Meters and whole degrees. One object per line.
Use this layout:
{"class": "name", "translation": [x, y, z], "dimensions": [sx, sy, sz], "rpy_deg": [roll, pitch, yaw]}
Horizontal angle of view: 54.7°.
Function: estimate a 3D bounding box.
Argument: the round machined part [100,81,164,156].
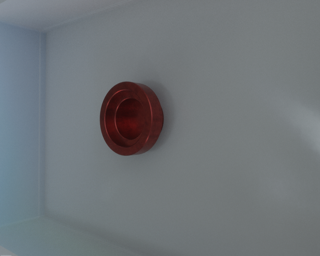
{"class": "round machined part", "translation": [-0.034, -0.012, 0.422], "dimensions": [0.098, 0.042, 0.097], "rpy_deg": [0, 90, 39]}
